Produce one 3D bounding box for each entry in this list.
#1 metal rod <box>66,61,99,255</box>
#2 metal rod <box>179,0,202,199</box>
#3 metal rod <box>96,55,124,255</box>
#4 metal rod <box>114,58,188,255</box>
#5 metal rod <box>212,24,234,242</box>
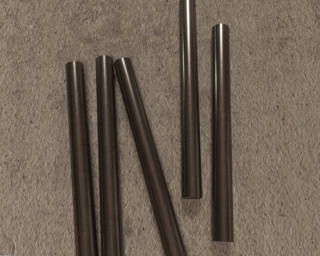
[{"bbox_3d":[-0.098,0.051,0.388,0.025,0.025,0.299,-8,70,-3],"label":"metal rod"},{"bbox_3d":[0.041,-0.055,0.428,0.025,0.025,0.299,1,70,0],"label":"metal rod"},{"bbox_3d":[-0.065,0.043,0.391,0.025,0.025,0.299,-5,70,-2],"label":"metal rod"},{"bbox_3d":[-0.013,0.042,0.392,0.025,0.025,0.299,-15,71,-6],"label":"metal rod"},{"bbox_3d":[0.082,-0.008,0.411,0.025,0.025,0.299,3,70,1],"label":"metal rod"}]
